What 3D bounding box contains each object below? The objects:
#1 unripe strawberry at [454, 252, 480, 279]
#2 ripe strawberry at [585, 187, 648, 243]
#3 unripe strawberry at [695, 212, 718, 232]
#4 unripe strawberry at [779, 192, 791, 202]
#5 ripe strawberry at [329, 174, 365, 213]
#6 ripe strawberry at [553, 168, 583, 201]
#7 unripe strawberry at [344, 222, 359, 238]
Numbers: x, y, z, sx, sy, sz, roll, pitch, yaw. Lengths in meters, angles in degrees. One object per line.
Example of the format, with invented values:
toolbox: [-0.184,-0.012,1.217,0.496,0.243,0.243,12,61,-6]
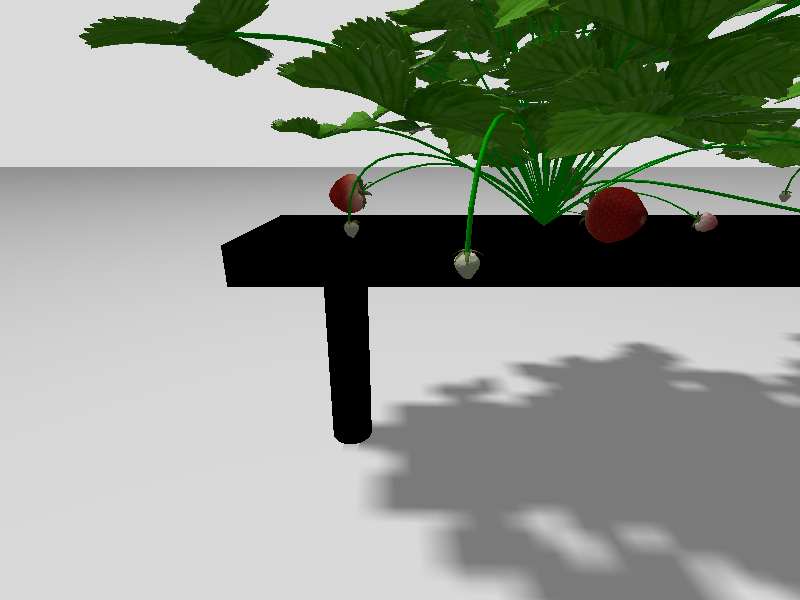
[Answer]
unripe strawberry: [0.028,-0.014,0.165,0.010,0.011,0.011,10,22,25]
ripe strawberry: [0.152,-0.058,0.278,0.037,0.039,0.040,-7,22,-20]
unripe strawberry: [0.239,-0.060,0.311,0.014,0.015,0.013,20,24,11]
unripe strawberry: [0.439,-0.118,0.457,0.010,0.011,0.011,17,26,39]
ripe strawberry: [-0.054,-0.109,0.411,0.037,0.038,0.034,-3,17,24]
ripe strawberry: [0.220,-0.151,0.524,0.036,0.041,0.040,9,21,24]
unripe strawberry: [-0.035,-0.051,0.292,0.011,0.012,0.011,-7,21,-18]
